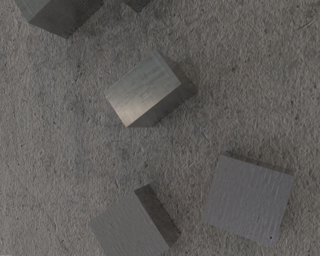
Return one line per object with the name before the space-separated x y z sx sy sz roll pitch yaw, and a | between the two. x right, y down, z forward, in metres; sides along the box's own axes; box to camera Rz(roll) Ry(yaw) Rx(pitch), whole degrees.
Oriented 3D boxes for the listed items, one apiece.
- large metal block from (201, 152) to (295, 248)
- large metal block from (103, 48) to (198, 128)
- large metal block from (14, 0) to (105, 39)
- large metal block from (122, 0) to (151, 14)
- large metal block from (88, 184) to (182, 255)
large metal block | 0.102 0.078 0.360 0.080 0.050 0.080 16 95 19
large metal block | -0.008 -0.044 0.382 0.080 0.080 0.050 -38 78 16
large metal block | -0.138 -0.178 0.429 0.080 0.080 0.050 -37 78 16
large metal block | -0.034 -0.216 0.408 0.080 0.050 0.080 -41 77 15
large metal block | -0.033 0.133 0.407 0.080 0.050 0.080 -37 78 16
